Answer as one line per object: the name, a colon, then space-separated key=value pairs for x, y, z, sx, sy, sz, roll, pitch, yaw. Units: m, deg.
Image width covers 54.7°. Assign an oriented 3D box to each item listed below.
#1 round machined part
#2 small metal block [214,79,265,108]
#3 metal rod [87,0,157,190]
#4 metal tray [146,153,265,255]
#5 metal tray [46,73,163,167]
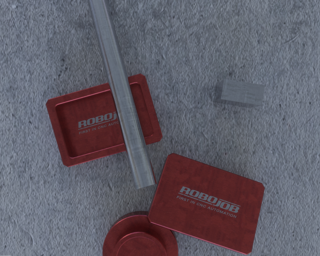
round machined part: x=-0.026 y=0.162 z=0.401 sx=0.099 sy=0.042 sz=0.097 roll=0 pitch=90 yaw=-1
small metal block: x=0.100 y=-0.043 z=0.399 sx=0.050 sy=0.050 sz=0.025 roll=9 pitch=90 yaw=-1
metal rod: x=-0.055 y=-0.074 z=0.381 sx=0.025 sy=0.025 sz=0.299 roll=-16 pitch=79 yaw=0
metal tray: x=0.058 y=0.095 z=0.395 sx=0.131 sy=0.030 sz=0.090 roll=19 pitch=71 yaw=-1
metal tray: x=-0.071 y=-0.010 z=0.406 sx=0.131 sy=0.030 sz=0.090 roll=-16 pitch=90 yaw=-1
